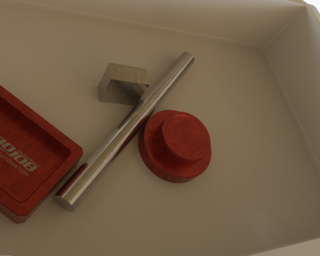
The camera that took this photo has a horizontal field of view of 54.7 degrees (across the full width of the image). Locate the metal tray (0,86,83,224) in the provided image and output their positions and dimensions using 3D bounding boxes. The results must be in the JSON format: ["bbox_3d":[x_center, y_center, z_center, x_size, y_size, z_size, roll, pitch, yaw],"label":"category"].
[{"bbox_3d":[-0.156,0.019,0.307,0.130,0.030,0.090,38,51,-3],"label":"metal tray"}]

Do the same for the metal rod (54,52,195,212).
[{"bbox_3d":[-0.026,-0.018,0.403,0.025,0.025,0.301,39,51,-3],"label":"metal rod"}]

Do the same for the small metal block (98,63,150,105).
[{"bbox_3d":[-0.048,-0.055,0.399,0.050,0.050,0.025,5,60,-26],"label":"small metal block"}]

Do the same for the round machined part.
[{"bbox_3d":[0.025,0.018,0.399,0.099,0.042,0.098,14,56,-21],"label":"round machined part"}]
